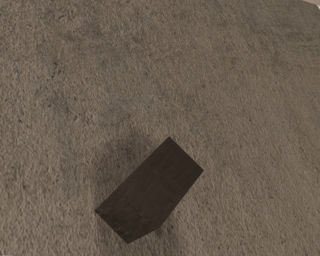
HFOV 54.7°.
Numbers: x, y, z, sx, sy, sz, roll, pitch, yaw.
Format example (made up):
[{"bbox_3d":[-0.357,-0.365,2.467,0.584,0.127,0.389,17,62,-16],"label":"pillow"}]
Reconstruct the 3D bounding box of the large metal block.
[{"bbox_3d":[-0.012,0.066,0.323,0.050,0.080,0.080,45,51,2],"label":"large metal block"}]
